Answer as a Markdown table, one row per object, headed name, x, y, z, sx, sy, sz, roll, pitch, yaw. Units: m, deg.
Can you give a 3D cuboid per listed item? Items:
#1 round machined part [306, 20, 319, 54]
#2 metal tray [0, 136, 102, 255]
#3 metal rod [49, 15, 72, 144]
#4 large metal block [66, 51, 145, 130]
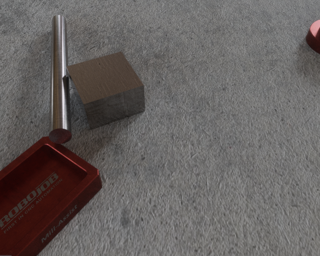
| name | x | y | z | sx | sy | sz | roll | pitch | yaw |
| --- | --- | --- | --- | --- | --- | --- | --- | --- | --- |
| round machined part | 0.310 | -0.163 | 0.534 | 0.099 | 0.042 | 0.098 | 0 | 50 | 0 |
| metal tray | -0.139 | 0.077 | 0.333 | 0.090 | 0.030 | 0.131 | 29 | 56 | 22 |
| metal rod | -0.149 | -0.092 | 0.459 | 0.025 | 0.025 | 0.300 | -10 | 45 | -9 |
| large metal block | -0.075 | -0.054 | 0.431 | 0.081 | 0.050 | 0.080 | -20 | 53 | -17 |
